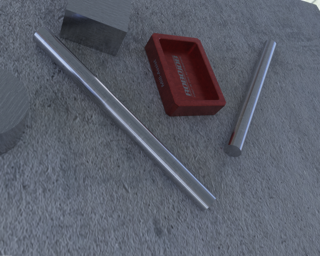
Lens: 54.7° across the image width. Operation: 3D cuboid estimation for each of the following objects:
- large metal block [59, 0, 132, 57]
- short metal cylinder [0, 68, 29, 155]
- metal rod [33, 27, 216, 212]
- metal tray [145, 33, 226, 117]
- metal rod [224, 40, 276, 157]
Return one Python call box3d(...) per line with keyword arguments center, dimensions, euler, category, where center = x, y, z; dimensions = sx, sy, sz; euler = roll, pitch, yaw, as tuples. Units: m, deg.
box3d(center=(-0.089, -0.159, 0.438), dimensions=(0.081, 0.050, 0.080), euler=(16, 55, -20), category="large metal block")
box3d(center=(-0.175, -0.016, 0.304), dimensions=(0.081, 0.050, 0.080), euler=(14, 56, -21), category="short metal cylinder")
box3d(center=(-0.046, -0.013, 0.387), dimensions=(0.300, 0.025, 0.025), euler=(45, 51, 3), category="metal rod")
box3d(center=(0.037, -0.082, 0.472), dimensions=(0.091, 0.030, 0.130), euler=(-3, 63, -30), category="metal tray")
box3d(center=(0.164, -0.068, 0.535), dimensions=(0.025, 0.025, 0.301), euler=(35, 51, -5), category="metal rod")
